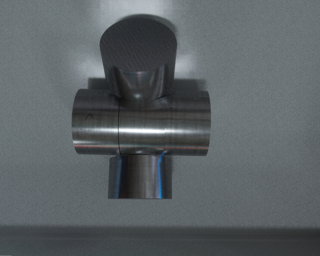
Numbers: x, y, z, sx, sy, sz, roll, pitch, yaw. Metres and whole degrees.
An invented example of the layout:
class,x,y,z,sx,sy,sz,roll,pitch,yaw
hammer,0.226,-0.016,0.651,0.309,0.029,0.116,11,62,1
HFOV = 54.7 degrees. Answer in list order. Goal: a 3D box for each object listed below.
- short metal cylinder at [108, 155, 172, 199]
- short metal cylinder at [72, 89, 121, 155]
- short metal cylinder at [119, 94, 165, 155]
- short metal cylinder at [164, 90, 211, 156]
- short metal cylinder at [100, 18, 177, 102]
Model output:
class,x,y,z,sx,sy,sz,roll,pitch,yaw
short metal cylinder,-0.025,0.065,0.396,0.081,0.080,0.050,0,76,0
short metal cylinder,-0.071,-0.007,0.377,0.050,0.080,0.079,1,110,0
short metal cylinder,-0.020,-0.006,0.377,0.050,0.080,0.079,1,110,0
short metal cylinder,0.031,-0.006,0.378,0.050,0.080,0.079,1,110,0
short metal cylinder,-0.023,-0.076,0.344,0.081,0.080,0.050,2,148,-1
